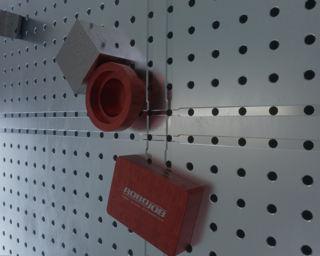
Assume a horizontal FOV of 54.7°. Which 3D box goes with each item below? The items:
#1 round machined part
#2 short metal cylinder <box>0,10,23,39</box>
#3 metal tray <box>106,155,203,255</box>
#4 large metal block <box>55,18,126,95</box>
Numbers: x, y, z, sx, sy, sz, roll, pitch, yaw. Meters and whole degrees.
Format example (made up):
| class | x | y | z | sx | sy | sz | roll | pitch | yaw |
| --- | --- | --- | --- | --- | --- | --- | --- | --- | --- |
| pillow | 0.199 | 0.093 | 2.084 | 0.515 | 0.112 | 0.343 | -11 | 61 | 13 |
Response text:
| class | x | y | z | sx | sy | sz | roll | pitch | yaw |
| --- | --- | --- | --- | --- | --- | --- | --- | --- | --- |
| round machined part | -0.061 | -0.043 | 0.449 | 0.098 | 0.042 | 0.097 | 0 | 90 | 40 |
| short metal cylinder | -0.337 | -0.222 | 0.652 | 0.080 | 0.081 | 0.050 | 23 | 105 | 37 |
| metal tray | -0.013 | 0.099 | 0.417 | 0.130 | 0.030 | 0.089 | 20 | 103 | 38 |
| large metal block | -0.111 | -0.108 | 0.485 | 0.080 | 0.050 | 0.080 | -49 | 61 | 29 |
